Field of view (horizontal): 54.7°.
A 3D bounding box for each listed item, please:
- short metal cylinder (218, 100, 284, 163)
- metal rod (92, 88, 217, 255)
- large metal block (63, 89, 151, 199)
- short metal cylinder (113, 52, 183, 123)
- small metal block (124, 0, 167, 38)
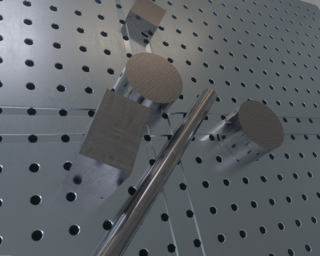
[{"bbox_3d":[0.135,0.006,0.462,0.081,0.050,0.080,14,56,-21],"label":"short metal cylinder"},{"bbox_3d":[0.008,0.043,0.385,0.025,0.025,0.301,38,51,-3],"label":"metal rod"},{"bbox_3d":[-0.057,0.019,0.330,0.050,0.080,0.080,25,53,-14],"label":"large metal block"},{"bbox_3d":[-0.017,-0.054,0.416,0.081,0.050,0.080,14,56,-21],"label":"short metal cylinder"},{"bbox_3d":[-0.023,-0.183,0.508,0.050,0.025,0.050,29,52,-10],"label":"small metal block"}]
